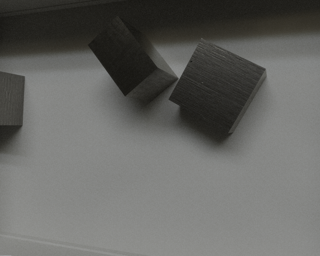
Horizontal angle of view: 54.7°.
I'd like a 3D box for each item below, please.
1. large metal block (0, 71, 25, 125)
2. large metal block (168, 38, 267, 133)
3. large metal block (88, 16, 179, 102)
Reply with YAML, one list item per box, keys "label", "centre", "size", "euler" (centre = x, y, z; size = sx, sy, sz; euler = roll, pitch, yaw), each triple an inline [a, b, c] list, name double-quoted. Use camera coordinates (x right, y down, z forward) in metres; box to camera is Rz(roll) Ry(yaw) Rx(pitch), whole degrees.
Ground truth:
- label: "large metal block"
  centre: [-0.258, -0.045, 0.472]
  size: [0.050, 0.080, 0.079]
  euler: [4, 91, 20]
- label: "large metal block"
  centre: [0.070, -0.049, 0.372]
  size: [0.080, 0.050, 0.080]
  euler: [31, 100, 17]
- label: "large metal block"
  centre: [-0.030, -0.083, 0.392]
  size: [0.050, 0.080, 0.080]
  euler: [-39, 78, 16]
